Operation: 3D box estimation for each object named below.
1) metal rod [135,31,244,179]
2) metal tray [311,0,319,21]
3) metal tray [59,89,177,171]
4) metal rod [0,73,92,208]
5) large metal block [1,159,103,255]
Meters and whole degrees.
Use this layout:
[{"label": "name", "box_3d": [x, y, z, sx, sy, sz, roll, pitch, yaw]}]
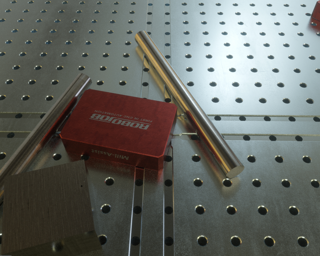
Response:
[{"label": "metal rod", "box_3d": [0.028, -0.053, 0.452, 0.025, 0.025, 0.300, -18, 53, -15]}, {"label": "metal tray", "box_3d": [0.377, -0.234, 0.606, 0.131, 0.030, 0.090, -30, 56, -23]}, {"label": "metal tray", "box_3d": [-0.050, -0.001, 0.405, 0.131, 0.030, 0.090, 11, 51, 8]}, {"label": "metal rod", "box_3d": [-0.164, 0.035, 0.375, 0.025, 0.025, 0.301, 16, 52, 12]}, {"label": "large metal block", "box_3d": [-0.109, 0.087, 0.317, 0.081, 0.050, 0.080, -12, 51, -10]}]
